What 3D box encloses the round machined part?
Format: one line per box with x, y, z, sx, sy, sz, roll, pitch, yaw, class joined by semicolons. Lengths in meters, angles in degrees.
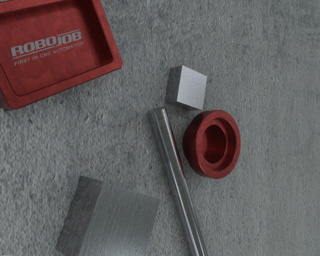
0.071;0.023;0.453;0.099;0.042;0.097;0;90;-40;round machined part

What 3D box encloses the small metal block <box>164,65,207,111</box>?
0.037;-0.055;0.435;0.050;0.025;0.050;15;81;-39;small metal block

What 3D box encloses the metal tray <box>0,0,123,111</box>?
-0.109;-0.082;0.309;0.131;0.030;0.090;-31;110;-36;metal tray

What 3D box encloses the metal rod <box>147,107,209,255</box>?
0.037;0.115;0.435;0.025;0.025;0.298;-27;107;-37;metal rod

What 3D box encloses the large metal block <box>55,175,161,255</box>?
-0.055;0.105;0.343;0.080;0.050;0.080;27;73;-37;large metal block
